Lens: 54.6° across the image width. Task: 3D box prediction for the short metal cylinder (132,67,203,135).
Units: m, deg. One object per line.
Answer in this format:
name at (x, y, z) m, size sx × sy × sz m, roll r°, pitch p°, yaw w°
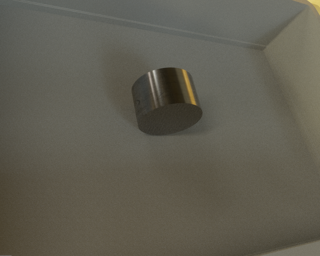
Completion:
short metal cylinder at (0.008, -0.031, 0.389) m, size 0.081 × 0.080 × 0.050 m, roll 2°, pitch 61°, yaw -27°
